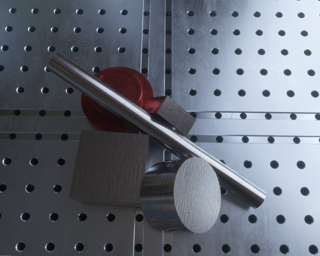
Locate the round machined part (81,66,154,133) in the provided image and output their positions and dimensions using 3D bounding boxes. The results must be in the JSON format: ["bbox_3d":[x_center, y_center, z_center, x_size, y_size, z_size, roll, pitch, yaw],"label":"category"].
[{"bbox_3d":[-0.057,-0.041,0.417,0.099,0.042,0.098,0,70,-1],"label":"round machined part"}]

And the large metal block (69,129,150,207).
[{"bbox_3d":[-0.057,0.051,0.377,0.081,0.050,0.080,5,70,1],"label":"large metal block"}]

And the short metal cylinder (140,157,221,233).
[{"bbox_3d":[0.024,0.075,0.348,0.081,0.050,0.080,15,69,-43],"label":"short metal cylinder"}]

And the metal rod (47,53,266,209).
[{"bbox_3d":[-0.002,0.004,0.376,0.301,0.025,0.025,34,73,-2],"label":"metal rod"}]

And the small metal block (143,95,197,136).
[{"bbox_3d":[0.009,-0.015,0.394,0.050,0.050,0.025,38,74,-24],"label":"small metal block"}]
